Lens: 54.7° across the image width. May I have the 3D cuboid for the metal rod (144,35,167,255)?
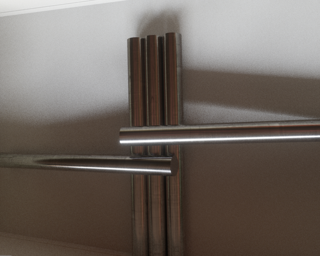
[{"bbox_3d":[-0.005,0.029,0.410,0.025,0.025,0.298,-2,89,19],"label":"metal rod"}]

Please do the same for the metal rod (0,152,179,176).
[{"bbox_3d":[-0.119,0.048,0.432,0.301,0.025,0.025,-1,90,25],"label":"metal rod"}]

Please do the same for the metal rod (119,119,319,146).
[{"bbox_3d":[0.100,0.005,0.355,0.301,0.025,0.025,-2,89,13],"label":"metal rod"}]

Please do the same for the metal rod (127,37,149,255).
[{"bbox_3d":[-0.028,0.030,0.418,0.025,0.025,0.298,-2,89,19],"label":"metal rod"}]

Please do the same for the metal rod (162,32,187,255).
[{"bbox_3d":[0.019,0.028,0.402,0.025,0.025,0.298,-2,89,19],"label":"metal rod"}]
